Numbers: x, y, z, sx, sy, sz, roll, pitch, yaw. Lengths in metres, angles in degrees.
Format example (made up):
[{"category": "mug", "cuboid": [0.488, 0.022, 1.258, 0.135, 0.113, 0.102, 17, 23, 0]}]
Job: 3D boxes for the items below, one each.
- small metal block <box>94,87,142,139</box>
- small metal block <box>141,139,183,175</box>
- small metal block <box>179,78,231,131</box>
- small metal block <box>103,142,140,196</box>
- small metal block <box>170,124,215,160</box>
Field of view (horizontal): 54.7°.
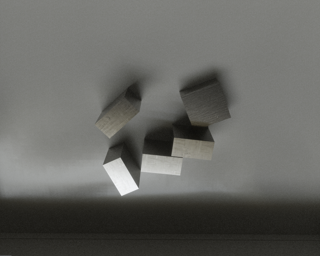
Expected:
[{"category": "small metal block", "cuboid": [-0.051, -0.020, 0.390, 0.050, 0.050, 0.025, -41, 105, 13]}, {"category": "small metal block", "cuboid": [0.002, 0.038, 0.412, 0.050, 0.050, 0.025, 6, 110, -3]}, {"category": "small metal block", "cuboid": [0.058, -0.031, 0.401, 0.050, 0.025, 0.050, -20, 109, 7]}, {"category": "small metal block", "cuboid": [-0.050, 0.054, 0.417, 0.025, 0.050, 0.050, -24, 109, 8]}, {"category": "small metal block", "cuboid": [0.040, 0.017, 0.405, 0.050, 0.050, 0.025, 6, 110, -3]}]
